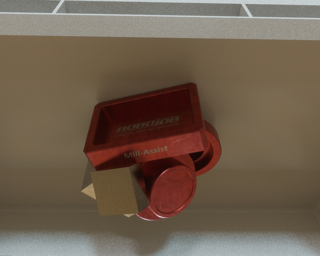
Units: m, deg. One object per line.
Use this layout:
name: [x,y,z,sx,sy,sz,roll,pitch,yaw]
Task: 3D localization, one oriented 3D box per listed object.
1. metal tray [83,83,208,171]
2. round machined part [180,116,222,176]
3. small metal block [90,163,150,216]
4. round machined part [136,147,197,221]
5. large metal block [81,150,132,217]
metal tray: [-0.016,-0.004,0.360,0.131,0.090,0.030,-11,130,9]
round machined part: [0.030,0.021,0.416,0.099,0.042,0.097,-1,130,0]
small metal block: [-0.044,0.067,0.343,0.050,0.025,0.050,-11,92,25]
round machined part: [0.006,0.070,0.379,0.099,0.042,0.097,-12,112,-31]
large metal block: [-0.053,0.061,0.423,0.050,0.080,0.080,-36,122,26]
